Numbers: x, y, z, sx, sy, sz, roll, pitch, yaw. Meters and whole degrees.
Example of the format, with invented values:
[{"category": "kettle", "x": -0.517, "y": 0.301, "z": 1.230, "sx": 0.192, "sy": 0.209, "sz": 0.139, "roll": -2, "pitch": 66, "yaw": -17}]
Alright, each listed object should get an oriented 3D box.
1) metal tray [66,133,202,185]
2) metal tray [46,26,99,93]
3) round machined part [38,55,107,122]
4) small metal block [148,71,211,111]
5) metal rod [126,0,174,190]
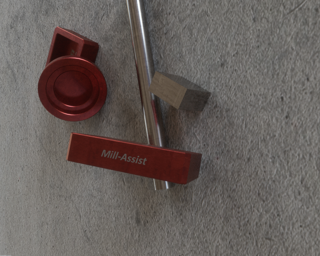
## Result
[{"category": "metal tray", "x": -0.024, "y": 0.032, "z": 0.349, "sx": 0.131, "sy": 0.090, "sz": 0.030, "roll": 9, "pitch": 88, "yaw": 15}, {"category": "metal tray", "x": -0.159, "y": -0.096, "z": 0.529, "sx": 0.090, "sy": 0.030, "sz": 0.129, "roll": 33, "pitch": 110, "yaw": 35}, {"category": "round machined part", "x": -0.133, "y": -0.062, "z": 0.475, "sx": 0.042, "sy": 0.099, "sz": 0.097, "roll": -123, "pitch": 51, "yaw": -63}, {"category": "small metal block", "x": 0.024, "y": -0.043, "z": 0.368, "sx": 0.050, "sy": 0.050, "sz": 0.025, "roll": 36, "pitch": 112, "yaw": 34}, {"category": "metal rod", "x": -0.018, "y": -0.068, "z": 0.417, "sx": 0.025, "sy": 0.025, "sz": 0.298, "roll": -15, "pitch": 81, "yaw": 39}]
